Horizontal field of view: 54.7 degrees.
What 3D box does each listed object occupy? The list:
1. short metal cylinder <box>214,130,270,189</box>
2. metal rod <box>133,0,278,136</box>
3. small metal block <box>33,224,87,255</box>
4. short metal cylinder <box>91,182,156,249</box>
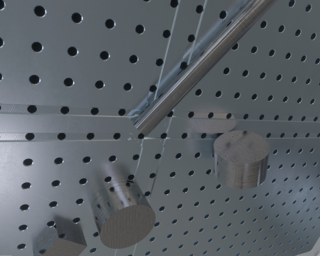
[{"bbox_3d":[0.123,0.047,0.472,0.081,0.080,0.050,-19,126,-18],"label":"short metal cylinder"},{"bbox_3d":[0.078,-0.105,0.388,0.300,0.025,0.025,-46,129,4],"label":"metal rod"},{"bbox_3d":[-0.142,0.170,0.440,0.050,0.025,0.050,-48,129,5],"label":"small metal block"},{"bbox_3d":[-0.053,0.124,0.443,0.081,0.050,0.079,-14,124,-21],"label":"short metal cylinder"}]
